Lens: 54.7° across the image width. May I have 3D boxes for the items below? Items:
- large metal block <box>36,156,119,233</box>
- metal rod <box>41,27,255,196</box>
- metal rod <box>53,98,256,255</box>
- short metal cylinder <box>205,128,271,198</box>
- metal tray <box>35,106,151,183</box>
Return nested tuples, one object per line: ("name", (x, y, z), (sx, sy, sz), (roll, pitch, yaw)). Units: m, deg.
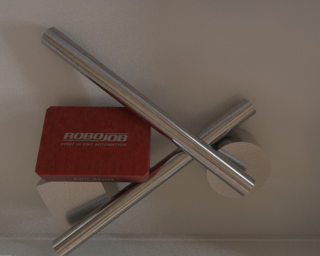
("large metal block", (-0.106, 0.088, 0.424), (0.080, 0.050, 0.080), (-18, 109, 6))
("metal rod", (-0.014, -0.019, 0.371), (0.301, 0.025, 0.025), (37, 106, 0))
("metal rod", (-0.005, 0.061, 0.393), (0.301, 0.025, 0.025), (-37, 107, -3))
("short metal cylinder", (0.099, 0.045, 0.414), (0.081, 0.050, 0.079), (0, 110, -1))
("metal tray", (-0.078, 0.020, 0.384), (0.131, 0.030, 0.090), (1, 66, 0))
